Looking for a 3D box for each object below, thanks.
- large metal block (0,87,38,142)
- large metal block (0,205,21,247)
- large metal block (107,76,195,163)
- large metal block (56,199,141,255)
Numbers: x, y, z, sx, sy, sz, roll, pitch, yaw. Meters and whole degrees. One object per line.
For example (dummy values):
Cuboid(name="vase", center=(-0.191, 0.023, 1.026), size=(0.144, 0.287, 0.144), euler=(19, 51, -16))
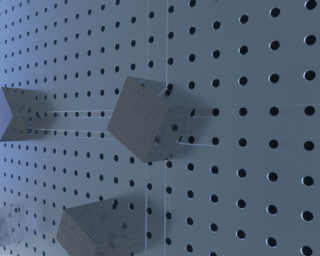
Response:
Cuboid(name="large metal block", center=(-0.310, -0.028, 0.651), size=(0.080, 0.050, 0.080), euler=(-48, 62, 29))
Cuboid(name="large metal block", center=(-0.359, 0.220, 0.692), size=(0.080, 0.050, 0.080), euler=(-18, 79, 38))
Cuboid(name="large metal block", center=(-0.015, -0.012, 0.406), size=(0.080, 0.050, 0.080), euler=(38, 113, 33))
Cuboid(name="large metal block", center=(-0.089, 0.153, 0.448), size=(0.080, 0.081, 0.050), euler=(31, 110, 36))
